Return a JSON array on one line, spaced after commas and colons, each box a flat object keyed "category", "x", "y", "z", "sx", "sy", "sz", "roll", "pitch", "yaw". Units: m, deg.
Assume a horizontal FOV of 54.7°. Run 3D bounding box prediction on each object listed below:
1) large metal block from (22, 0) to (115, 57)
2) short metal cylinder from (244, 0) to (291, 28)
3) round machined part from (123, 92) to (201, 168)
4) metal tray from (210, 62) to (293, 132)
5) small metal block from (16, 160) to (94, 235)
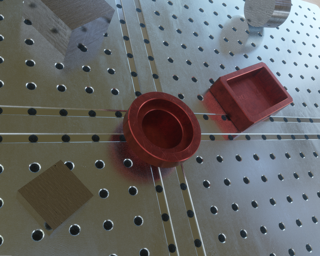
[{"category": "large metal block", "x": -0.123, "y": -0.156, "z": 0.421, "sx": 0.080, "sy": 0.050, "sz": 0.080, "roll": 44, "pitch": 51, "yaw": 2}, {"category": "short metal cylinder", "x": 0.223, "y": -0.252, "z": 0.646, "sx": 0.050, "sy": 0.080, "sz": 0.080, "roll": -8, "pitch": 66, "yaw": -32}, {"category": "round machined part", "x": -0.001, "y": 0.006, "z": 0.393, "sx": 0.099, "sy": 0.042, "sz": 0.098, "roll": 14, "pitch": 56, "yaw": -21}, {"category": "metal tray", "x": 0.157, "y": -0.056, "z": 0.523, "sx": 0.131, "sy": 0.030, "sz": 0.090, "roll": -24, "pitch": 75, "yaw": -36}, {"category": "small metal block", "x": -0.105, "y": 0.069, "z": 0.310, "sx": 0.050, "sy": 0.025, "sz": 0.050, "roll": 46, "pitch": 51, "yaw": 4}]
